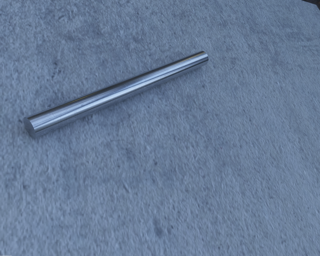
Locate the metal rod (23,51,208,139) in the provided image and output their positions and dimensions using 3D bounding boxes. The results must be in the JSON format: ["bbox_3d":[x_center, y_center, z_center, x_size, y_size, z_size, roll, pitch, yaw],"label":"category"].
[{"bbox_3d":[-0.034,-0.058,0.421,0.302,0.025,0.025,-29,78,-38],"label":"metal rod"}]
